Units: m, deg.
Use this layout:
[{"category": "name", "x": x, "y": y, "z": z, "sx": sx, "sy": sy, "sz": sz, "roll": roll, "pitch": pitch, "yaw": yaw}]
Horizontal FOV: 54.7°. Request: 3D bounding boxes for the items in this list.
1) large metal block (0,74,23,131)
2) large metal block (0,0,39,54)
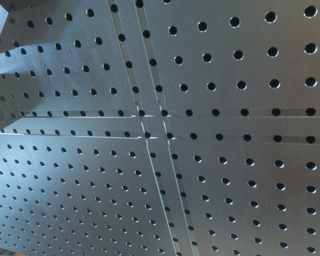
[{"category": "large metal block", "x": -0.294, "y": -0.041, "z": 0.521, "sx": 0.080, "sy": 0.050, "sz": 0.080, "roll": -2, "pitch": 117, "yaw": 29}, {"category": "large metal block", "x": -0.223, "y": -0.157, "z": 0.412, "sx": 0.080, "sy": 0.050, "sz": 0.080, "roll": 45, "pitch": 129, "yaw": -4}]
